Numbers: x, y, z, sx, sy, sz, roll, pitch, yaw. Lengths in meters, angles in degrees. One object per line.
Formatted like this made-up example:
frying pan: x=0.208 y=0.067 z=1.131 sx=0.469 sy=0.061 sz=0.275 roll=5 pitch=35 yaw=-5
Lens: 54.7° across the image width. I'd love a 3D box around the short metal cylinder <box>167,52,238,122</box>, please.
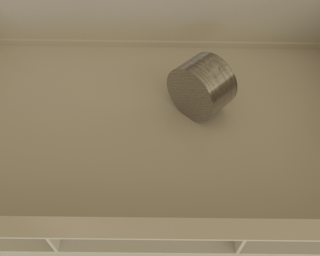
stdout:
short metal cylinder: x=0.055 y=-0.055 z=0.416 sx=0.050 sy=0.080 sz=0.080 roll=-37 pitch=60 yaw=-27
